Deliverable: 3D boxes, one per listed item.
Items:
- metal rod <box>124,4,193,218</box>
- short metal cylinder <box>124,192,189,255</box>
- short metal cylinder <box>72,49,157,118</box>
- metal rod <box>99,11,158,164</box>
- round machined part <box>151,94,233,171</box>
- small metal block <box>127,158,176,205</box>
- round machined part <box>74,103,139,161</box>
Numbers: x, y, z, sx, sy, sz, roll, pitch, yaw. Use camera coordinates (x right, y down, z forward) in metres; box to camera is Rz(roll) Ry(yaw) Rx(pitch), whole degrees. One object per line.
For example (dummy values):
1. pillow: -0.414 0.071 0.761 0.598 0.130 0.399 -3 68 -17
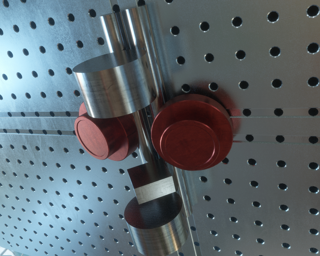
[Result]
1. metal rod: 0.005 -0.003 0.406 0.025 0.025 0.298 1 119 28
2. short metal cylinder: -0.004 0.129 0.430 0.080 0.080 0.050 1 119 28
3. short metal cylinder: -0.048 -0.051 0.341 0.080 0.080 0.050 1 119 28
4. metal rod: -0.026 -0.002 0.423 0.025 0.025 0.298 1 119 28
5. round machined part: 0.037 0.012 0.371 0.098 0.042 0.097 4 118 9
6. small metal block: -0.013 0.070 0.415 0.050 0.050 0.025 -17 116 -10
7. round machined part: -0.080 0.005 0.430 0.098 0.042 0.097 24 132 30
